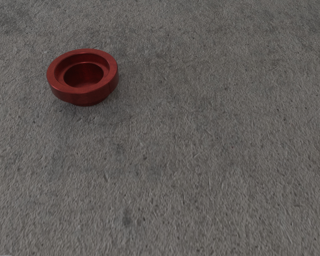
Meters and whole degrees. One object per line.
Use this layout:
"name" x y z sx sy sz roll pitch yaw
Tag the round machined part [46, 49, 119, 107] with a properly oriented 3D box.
"round machined part" -0.109 -0.069 0.449 0.099 0.042 0.098 0 50 0
